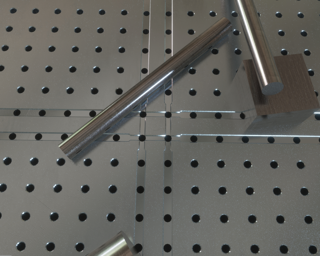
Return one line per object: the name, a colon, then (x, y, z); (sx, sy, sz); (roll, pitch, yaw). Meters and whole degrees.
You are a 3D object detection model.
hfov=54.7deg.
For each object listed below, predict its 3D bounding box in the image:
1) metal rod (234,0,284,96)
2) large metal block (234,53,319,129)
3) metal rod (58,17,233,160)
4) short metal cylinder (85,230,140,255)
metal rod: (0.123, -0.172, 0.443); (0.025, 0.025, 0.299); (-3, 58, -2)
large metal block: (0.154, -0.049, 0.418); (0.081, 0.050, 0.080); (-7, 70, -3)
metal rod: (-0.011, -0.063, 0.434); (0.301, 0.025, 0.025); (-40, 75, -14)
short metal cylinder: (-0.040, 0.157, 0.325); (0.050, 0.080, 0.080); (-33, 74, -11)
